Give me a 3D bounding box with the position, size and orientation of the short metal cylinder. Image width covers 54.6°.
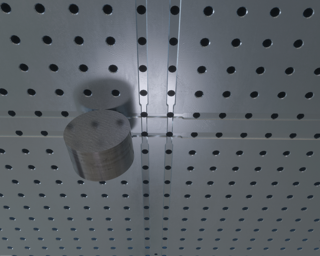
[{"bbox_3d":[-0.075,0.021,0.392,0.080,0.080,0.050,-2,130,1],"label":"short metal cylinder"}]
